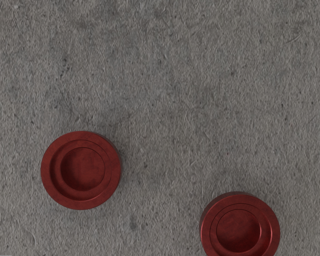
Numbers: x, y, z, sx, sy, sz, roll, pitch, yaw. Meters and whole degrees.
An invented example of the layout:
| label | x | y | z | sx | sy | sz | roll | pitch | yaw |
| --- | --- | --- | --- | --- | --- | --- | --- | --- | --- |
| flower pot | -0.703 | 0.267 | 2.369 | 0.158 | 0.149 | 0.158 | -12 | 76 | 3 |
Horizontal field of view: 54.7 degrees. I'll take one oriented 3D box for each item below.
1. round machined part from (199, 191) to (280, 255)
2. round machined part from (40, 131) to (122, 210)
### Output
| label | x | y | z | sx | sy | sz | roll | pitch | yaw |
| --- | --- | --- | --- | --- | --- | --- | --- | --- | --- |
| round machined part | 0.100 | 0.131 | 0.402 | 0.099 | 0.042 | 0.097 | 0 | 90 | 0 |
| round machined part | -0.098 | 0.052 | 0.401 | 0.099 | 0.042 | 0.097 | 0 | 90 | 0 |
